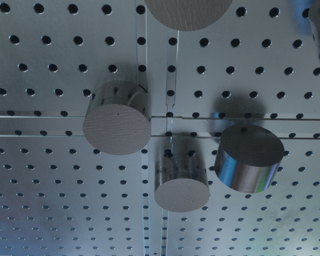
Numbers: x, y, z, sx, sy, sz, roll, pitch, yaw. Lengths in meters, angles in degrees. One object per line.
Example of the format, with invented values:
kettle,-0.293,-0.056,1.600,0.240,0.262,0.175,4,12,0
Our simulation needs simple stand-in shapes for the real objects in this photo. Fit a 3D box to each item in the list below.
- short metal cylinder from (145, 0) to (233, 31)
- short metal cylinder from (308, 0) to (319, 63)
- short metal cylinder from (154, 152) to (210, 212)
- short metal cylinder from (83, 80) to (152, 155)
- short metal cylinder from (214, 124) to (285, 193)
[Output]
short metal cylinder,0.025,-0.136,0.280,0.081,0.050,0.079,0,130,0
short metal cylinder,0.189,-0.098,0.294,0.080,0.080,0.050,-21,127,16
short metal cylinder,0.032,0.083,0.466,0.081,0.050,0.079,0,130,0
short metal cylinder,-0.050,-0.012,0.384,0.081,0.050,0.079,0,130,0
short metal cylinder,0.116,0.039,0.410,0.081,0.080,0.050,2,130,-2
